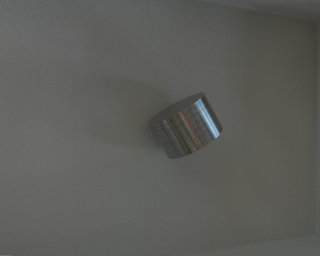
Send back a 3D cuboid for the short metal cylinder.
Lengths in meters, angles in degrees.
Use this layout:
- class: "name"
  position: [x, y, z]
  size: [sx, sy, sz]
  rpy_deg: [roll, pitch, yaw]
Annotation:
- class: "short metal cylinder"
  position: [0.032, -0.004, 0.394]
  size: [0.080, 0.080, 0.050]
  rpy_deg: [-33, 101, -17]
